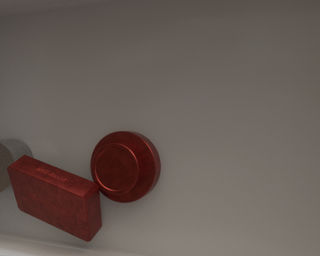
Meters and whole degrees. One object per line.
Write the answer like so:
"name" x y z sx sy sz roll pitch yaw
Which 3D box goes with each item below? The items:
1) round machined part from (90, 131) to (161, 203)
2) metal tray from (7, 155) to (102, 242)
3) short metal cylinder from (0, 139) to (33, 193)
"round machined part" -0.052 0.053 0.419 0.098 0.042 0.097 0 90 19
"metal tray" -0.147 0.098 0.436 0.130 0.030 0.089 17 126 18
"short metal cylinder" -0.244 0.057 0.473 0.080 0.050 0.079 0 90 8
